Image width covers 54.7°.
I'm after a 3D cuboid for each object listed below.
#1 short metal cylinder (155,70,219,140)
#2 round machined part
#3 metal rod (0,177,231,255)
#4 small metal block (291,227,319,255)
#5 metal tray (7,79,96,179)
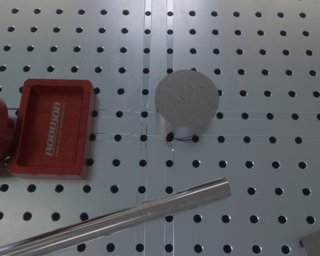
[{"bbox_3d":[0.034,-0.030,0.410,0.081,0.050,0.080,0,70,0],"label":"short metal cylinder"},{"bbox_3d":[-0.222,0.006,0.385,0.098,0.042,0.098,-12,64,26],"label":"round machined part"},{"bbox_3d":[-0.061,0.114,0.369,0.302,0.025,0.025,-16,71,-6],"label":"metal rod"},{"bbox_3d":[0.192,0.144,0.360,0.050,0.025,0.050,-17,71,-7],"label":"small metal block"},{"bbox_3d":[-0.138,0.000,0.407,0.091,0.030,0.130,1,70,0],"label":"metal tray"}]
